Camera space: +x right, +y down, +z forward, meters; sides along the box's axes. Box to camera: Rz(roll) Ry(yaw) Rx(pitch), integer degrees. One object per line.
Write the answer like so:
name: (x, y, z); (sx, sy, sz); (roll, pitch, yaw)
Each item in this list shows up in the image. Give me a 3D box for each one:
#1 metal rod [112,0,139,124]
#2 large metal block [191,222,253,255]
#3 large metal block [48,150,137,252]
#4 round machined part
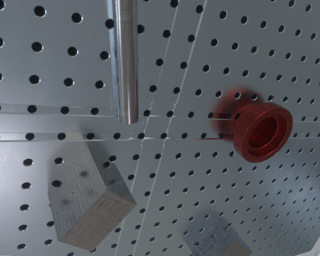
metal rod: (-0.035, -0.138, 0.306); (0.025, 0.025, 0.298); (-12, 124, -22)
large metal block: (0.123, 0.244, 0.614); (0.080, 0.050, 0.080); (-46, 129, 4)
large metal block: (-0.086, 0.088, 0.383); (0.080, 0.080, 0.050); (-47, 129, 4)
round machined part: (0.155, 0.003, 0.487); (0.099, 0.042, 0.097); (-14, 124, -21)
